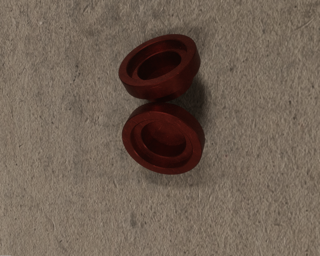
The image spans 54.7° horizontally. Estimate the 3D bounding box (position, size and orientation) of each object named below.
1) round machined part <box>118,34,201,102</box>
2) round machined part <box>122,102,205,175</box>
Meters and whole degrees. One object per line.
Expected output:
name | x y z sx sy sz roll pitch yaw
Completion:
round machined part | 0.003 -0.069 0.381 0.098 0.042 0.098 -14 45 15
round machined part | 0.007 0.008 0.380 0.098 0.042 0.097 10 130 13
